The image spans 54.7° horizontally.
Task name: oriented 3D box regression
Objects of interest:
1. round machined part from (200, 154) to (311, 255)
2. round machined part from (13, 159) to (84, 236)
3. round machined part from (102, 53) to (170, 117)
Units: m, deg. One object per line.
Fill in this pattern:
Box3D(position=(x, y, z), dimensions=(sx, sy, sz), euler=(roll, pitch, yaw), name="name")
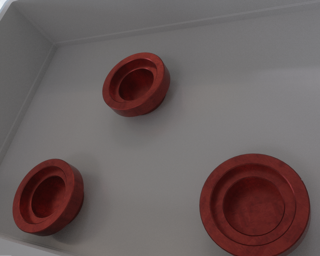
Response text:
Box3D(position=(0.092, 0.077, 0.299), dimensions=(0.098, 0.042, 0.098), euler=(-13, 56, 21), name="round machined part")
Box3D(position=(-0.142, 0.094, 0.412), dimensions=(0.098, 0.042, 0.098), euler=(-13, 56, 21), name="round machined part")
Box3D(position=(-0.030, -0.057, 0.446), dimensions=(0.098, 0.042, 0.098), euler=(-13, 56, 21), name="round machined part")
